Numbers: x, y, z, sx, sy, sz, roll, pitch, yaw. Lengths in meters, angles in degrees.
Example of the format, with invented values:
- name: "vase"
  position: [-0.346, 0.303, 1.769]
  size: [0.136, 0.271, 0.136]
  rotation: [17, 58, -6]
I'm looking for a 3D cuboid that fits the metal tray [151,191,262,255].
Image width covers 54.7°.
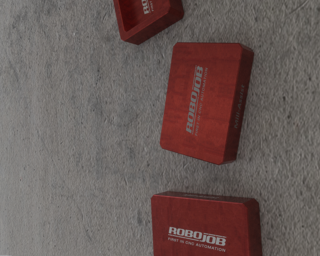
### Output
- name: "metal tray"
  position: [0.049, 0.125, 0.361]
  size: [0.130, 0.030, 0.089]
  rotation: [-5, 87, 39]

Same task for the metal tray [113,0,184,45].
- name: "metal tray"
  position: [-0.024, -0.192, 0.421]
  size: [0.090, 0.030, 0.129]
  rotation: [-20, 78, 38]

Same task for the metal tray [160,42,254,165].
- name: "metal tray"
  position: [0.051, -0.031, 0.360]
  size: [0.090, 0.030, 0.129]
  rotation: [13, 99, 39]
